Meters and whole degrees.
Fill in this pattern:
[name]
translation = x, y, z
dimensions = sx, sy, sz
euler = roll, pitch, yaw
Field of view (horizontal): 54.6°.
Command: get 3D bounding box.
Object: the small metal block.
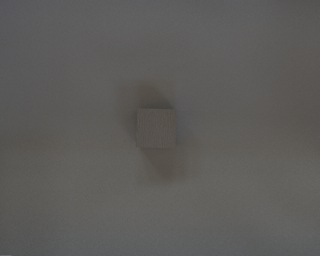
[small metal block]
translation = -0.005, 0.000, 0.408
dimensions = 0.050, 0.025, 0.050
euler = 2, 90, 0
